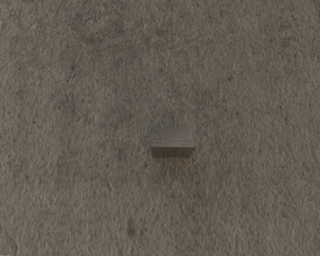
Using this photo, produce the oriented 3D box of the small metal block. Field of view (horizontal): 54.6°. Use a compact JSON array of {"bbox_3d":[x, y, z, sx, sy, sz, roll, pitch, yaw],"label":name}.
[{"bbox_3d":[0.015,0.019,0.388,0.050,0.050,0.025,0,70,0],"label":"small metal block"}]
